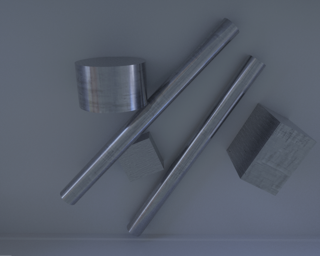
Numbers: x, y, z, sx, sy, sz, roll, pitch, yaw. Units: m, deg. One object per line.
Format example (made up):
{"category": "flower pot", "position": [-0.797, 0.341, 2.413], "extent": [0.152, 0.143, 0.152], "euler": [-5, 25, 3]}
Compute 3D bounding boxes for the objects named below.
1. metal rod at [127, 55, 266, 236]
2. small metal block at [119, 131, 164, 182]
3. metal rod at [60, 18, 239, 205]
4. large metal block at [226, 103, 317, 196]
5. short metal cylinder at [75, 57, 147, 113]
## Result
{"category": "metal rod", "position": [0.041, 0.035, 0.424], "extent": [0.025, 0.025, 0.299], "euler": [31, 107, -11]}
{"category": "small metal block", "position": [-0.028, 0.040, 0.426], "extent": [0.050, 0.025, 0.050], "euler": [-22, 109, 7]}
{"category": "metal rod", "position": [-0.018, -0.015, 0.388], "extent": [0.025, 0.025, 0.300], "euler": [42, 98, -14]}
{"category": "large metal block", "position": [0.135, 0.024, 0.393], "extent": [0.050, 0.080, 0.080], "euler": [27, 108, -10]}
{"category": "short metal cylinder", "position": [-0.056, -0.053, 0.362], "extent": [0.081, 0.080, 0.050], "euler": [-1, 110, 0]}
